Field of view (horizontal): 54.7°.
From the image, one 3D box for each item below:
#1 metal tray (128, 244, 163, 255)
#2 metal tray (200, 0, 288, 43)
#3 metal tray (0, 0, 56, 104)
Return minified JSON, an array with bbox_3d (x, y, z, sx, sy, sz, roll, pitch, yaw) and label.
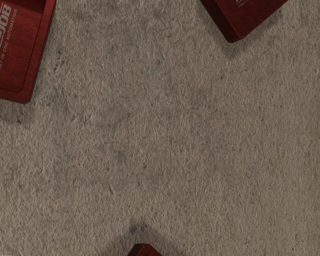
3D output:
[{"bbox_3d":[-0.002,0.220,0.385,0.130,0.030,0.090,44,58,-8],"label":"metal tray"},{"bbox_3d":[0.129,-0.199,0.455,0.130,0.030,0.090,-41,104,-16],"label":"metal tray"},{"bbox_3d":[-0.176,-0.099,0.341,0.091,0.030,0.129,15,85,-20],"label":"metal tray"}]
